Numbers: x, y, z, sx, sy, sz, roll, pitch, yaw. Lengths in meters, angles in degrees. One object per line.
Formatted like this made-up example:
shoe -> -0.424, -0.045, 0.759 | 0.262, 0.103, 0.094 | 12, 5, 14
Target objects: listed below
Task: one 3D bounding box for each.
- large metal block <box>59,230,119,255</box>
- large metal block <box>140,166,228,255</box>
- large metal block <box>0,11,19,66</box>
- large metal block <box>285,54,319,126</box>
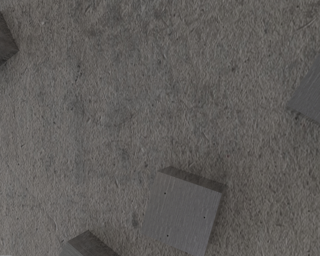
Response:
large metal block -> -0.102, 0.206, 0.432 | 0.080, 0.050, 0.080 | 33, 101, 17
large metal block -> 0.031, 0.100, 0.385 | 0.080, 0.050, 0.080 | 16, 96, 19
large metal block -> -0.289, -0.141, 0.498 | 0.080, 0.050, 0.080 | -31, 80, 17
large metal block -> 0.192, -0.037, 0.328 | 0.080, 0.050, 0.080 | 33, 101, 17
